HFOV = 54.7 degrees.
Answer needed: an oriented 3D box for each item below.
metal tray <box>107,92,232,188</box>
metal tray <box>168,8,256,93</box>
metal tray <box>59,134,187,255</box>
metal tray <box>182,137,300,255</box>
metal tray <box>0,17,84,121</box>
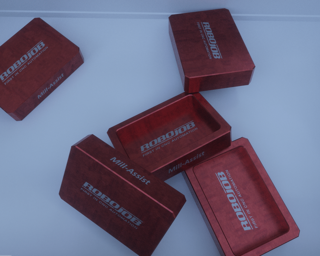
[{"bbox_3d":[0.011,0.011,0.385,0.131,0.030,0.090,-27,50,-10],"label":"metal tray"},{"bbox_3d":[0.067,-0.111,0.431,0.091,0.030,0.130,-8,55,-4],"label":"metal tray"},{"bbox_3d":[-0.047,0.077,0.346,0.130,0.089,0.030,32,35,10],"label":"metal tray"},{"bbox_3d":[0.093,0.087,0.376,0.091,0.030,0.130,-23,72,-9],"label":"metal tray"},{"bbox_3d":[-0.185,-0.085,0.436,0.090,0.030,0.130,38,74,12],"label":"metal tray"}]
